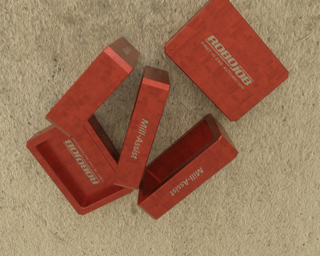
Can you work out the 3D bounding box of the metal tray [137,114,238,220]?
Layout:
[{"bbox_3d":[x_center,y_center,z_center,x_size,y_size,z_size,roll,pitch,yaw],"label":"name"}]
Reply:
[{"bbox_3d":[0.030,0.046,0.393,0.130,0.090,0.030,-41,105,13],"label":"metal tray"}]

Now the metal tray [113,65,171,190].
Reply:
[{"bbox_3d":[-0.022,-0.003,0.374,0.030,0.090,0.129,16,109,-6],"label":"metal tray"}]

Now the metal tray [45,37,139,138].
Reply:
[{"bbox_3d":[-0.066,-0.051,0.335,0.030,0.130,0.090,42,104,-14],"label":"metal tray"}]

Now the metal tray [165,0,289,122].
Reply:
[{"bbox_3d":[0.080,-0.082,0.379,0.090,0.030,0.130,-43,105,13],"label":"metal tray"}]

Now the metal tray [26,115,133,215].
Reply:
[{"bbox_3d":[-0.104,0.048,0.424,0.090,0.030,0.130,-27,108,9],"label":"metal tray"}]
